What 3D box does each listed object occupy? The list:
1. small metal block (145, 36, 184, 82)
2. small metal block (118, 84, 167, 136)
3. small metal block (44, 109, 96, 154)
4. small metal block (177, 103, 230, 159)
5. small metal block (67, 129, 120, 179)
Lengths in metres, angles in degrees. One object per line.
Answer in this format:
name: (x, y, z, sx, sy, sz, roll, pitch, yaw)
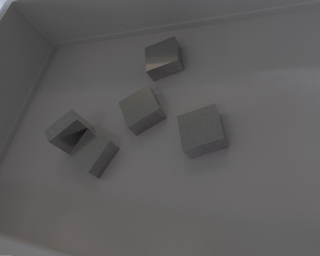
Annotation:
small metal block: (0.006, -0.104, 0.467, 0.050, 0.025, 0.050, -17, 55, 18)
small metal block: (-0.025, -0.025, 0.434, 0.050, 0.025, 0.050, -31, 52, 8)
small metal block: (-0.129, 0.008, 0.453, 0.050, 0.050, 0.025, -39, 51, 2)
small metal block: (0.052, 0.004, 0.376, 0.050, 0.025, 0.050, -19, 54, 17)
small metal block: (-0.093, 0.035, 0.433, 0.050, 0.025, 0.050, 23, 74, 36)
